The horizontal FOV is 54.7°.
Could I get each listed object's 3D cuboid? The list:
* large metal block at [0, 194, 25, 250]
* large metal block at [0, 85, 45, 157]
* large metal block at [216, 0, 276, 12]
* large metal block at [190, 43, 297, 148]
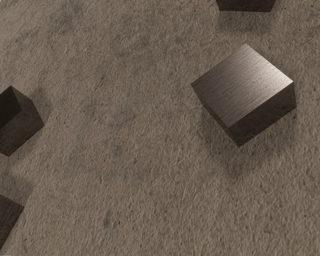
[{"bbox_3d":[-0.256,0.131,0.439,0.080,0.050,0.080,12,68,32],"label":"large metal block"},{"bbox_3d":[-0.256,-0.013,0.527,0.080,0.050,0.080,-41,51,-1],"label":"large metal block"},{"bbox_3d":[0.132,-0.219,0.452,0.080,0.050,0.080,17,71,34],"label":"large metal block"},{"bbox_3d":[0.096,-0.038,0.360,0.080,0.050,0.080,-36,51,4],"label":"large metal block"}]
